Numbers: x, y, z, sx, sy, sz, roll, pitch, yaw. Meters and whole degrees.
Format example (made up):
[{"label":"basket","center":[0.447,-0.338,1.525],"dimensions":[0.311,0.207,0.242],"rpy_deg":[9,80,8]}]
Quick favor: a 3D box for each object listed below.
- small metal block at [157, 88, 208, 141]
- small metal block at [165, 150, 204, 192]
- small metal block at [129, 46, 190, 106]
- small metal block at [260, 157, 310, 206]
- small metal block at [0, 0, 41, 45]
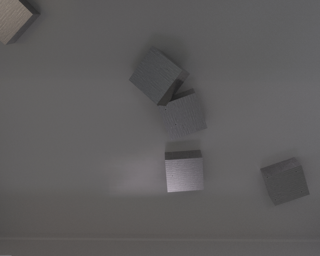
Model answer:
[{"label":"small metal block","center":[0.029,-0.018,0.405],"dimensions":[0.050,0.025,0.050],"rpy_deg":[-19,109,7]},{"label":"small metal block","center":[0.034,0.060,0.434],"dimensions":[0.050,0.025,0.050],"rpy_deg":[-4,110,1]},{"label":"small metal block","center":[-0.001,-0.062,0.376],"dimensions":[0.050,0.025,0.050],"rpy_deg":[43,107,20]},{"label":"small metal block","center":[0.177,0.076,0.441],"dimensions":[0.050,0.025,0.050],"rpy_deg":[-21,109,7]},{"label":"small metal block","center":[-0.179,-0.134,0.360],"dimensions":[0.050,0.025,0.050],"rpy_deg":[-41,105,13]}]
